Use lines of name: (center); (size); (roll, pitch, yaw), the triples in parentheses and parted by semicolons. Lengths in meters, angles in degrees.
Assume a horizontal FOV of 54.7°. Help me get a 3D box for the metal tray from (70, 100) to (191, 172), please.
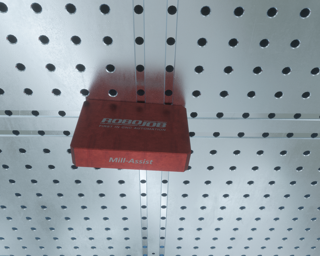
metal tray: (-0.032, 0.007, 0.374); (0.131, 0.090, 0.030); (4, 130, -4)
